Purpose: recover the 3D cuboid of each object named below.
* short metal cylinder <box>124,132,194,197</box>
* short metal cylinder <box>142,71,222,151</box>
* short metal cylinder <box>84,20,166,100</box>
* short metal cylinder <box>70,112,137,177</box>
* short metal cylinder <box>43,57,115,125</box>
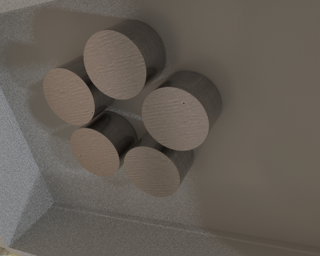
[{"bbox_3d":[-0.001,0.046,0.419,0.080,0.050,0.079,13,124,21],"label":"short metal cylinder"},{"bbox_3d":[0.026,-0.020,0.364,0.080,0.050,0.079,13,124,21],"label":"short metal cylinder"},{"bbox_3d":[-0.041,-0.080,0.362,0.080,0.050,0.079,13,124,21],"label":"short metal cylinder"},{"bbox_3d":[-0.080,0.023,0.446,0.080,0.050,0.079,13,124,21],"label":"short metal cylinder"},{"bbox_3d":[-0.107,-0.050,0.415,0.080,0.050,0.079,13,124,21],"label":"short metal cylinder"}]
